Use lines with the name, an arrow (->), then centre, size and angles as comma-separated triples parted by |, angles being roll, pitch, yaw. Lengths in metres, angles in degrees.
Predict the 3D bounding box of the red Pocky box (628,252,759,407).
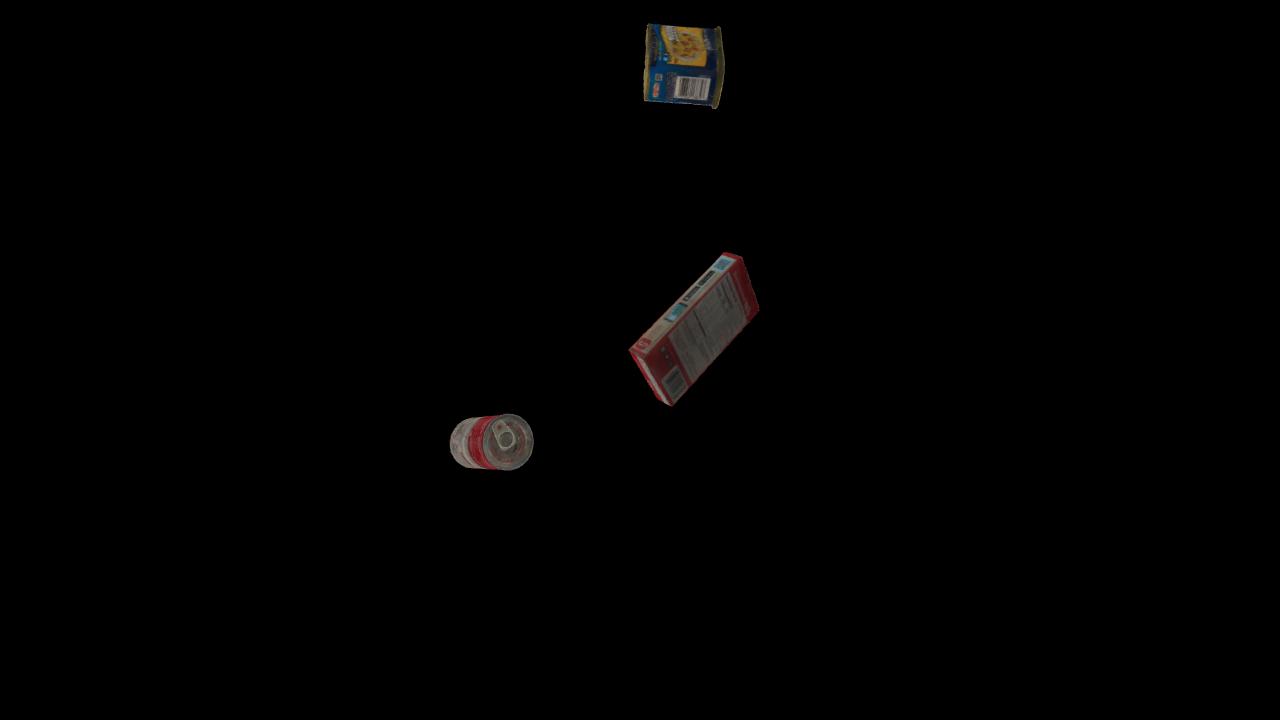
red Pocky box -> 0.061, -0.032, 0.642 | 0.028, 0.155, 0.083 | 27, -24, 44

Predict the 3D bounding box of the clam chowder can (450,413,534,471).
clam chowder can -> -0.188, 0.103, 0.769 | 0.068, 0.068, 0.102 | 0, -7, -40

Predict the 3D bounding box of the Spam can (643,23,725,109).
Spam can -> 0.048, -0.337, 0.702 | 0.085, 0.101, 0.058 | 3, -35, -3
